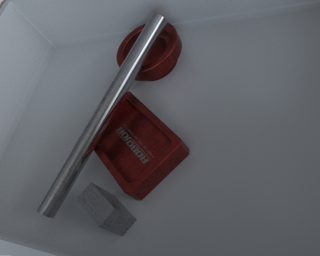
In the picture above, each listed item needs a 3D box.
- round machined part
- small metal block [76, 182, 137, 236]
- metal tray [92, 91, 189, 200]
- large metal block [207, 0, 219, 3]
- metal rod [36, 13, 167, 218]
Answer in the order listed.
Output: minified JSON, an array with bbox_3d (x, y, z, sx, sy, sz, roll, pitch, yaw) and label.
[{"bbox_3d":[-0.012,-0.110,0.467,0.098,0.042,0.098,-13,56,20],"label":"round machined part"},{"bbox_3d":[-0.062,0.095,0.362,0.025,0.050,0.050,-49,52,-6],"label":"small metal block"},{"bbox_3d":[-0.036,0.018,0.408,0.090,0.030,0.130,-44,51,-3],"label":"metal tray"},{"bbox_3d":[0.066,-0.257,0.495,0.050,0.080,0.080,-49,52,-6],"label":"large metal block"},{"bbox_3d":[-0.072,-0.023,0.410,0.025,0.025,0.299,22,79,36],"label":"metal rod"}]
